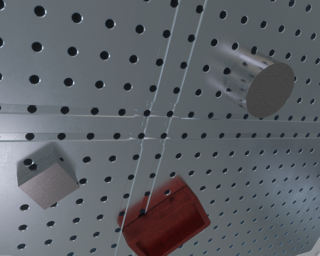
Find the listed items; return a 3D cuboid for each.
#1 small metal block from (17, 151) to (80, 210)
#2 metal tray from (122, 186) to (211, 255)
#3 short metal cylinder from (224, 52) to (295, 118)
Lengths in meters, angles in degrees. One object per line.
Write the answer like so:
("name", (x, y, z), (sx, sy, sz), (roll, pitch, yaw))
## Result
("small metal block", (-0.135, 0.064, 0.377), (0.050, 0.025, 0.050), (-33, 129, -7))
("metal tray", (0.014, 0.166, 0.518), (0.130, 0.030, 0.090), (-33, 129, -7))
("short metal cylinder", (0.138, -0.061, 0.433), (0.081, 0.050, 0.079), (-14, 124, -21))
